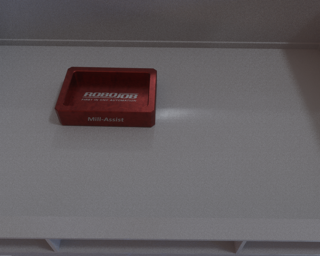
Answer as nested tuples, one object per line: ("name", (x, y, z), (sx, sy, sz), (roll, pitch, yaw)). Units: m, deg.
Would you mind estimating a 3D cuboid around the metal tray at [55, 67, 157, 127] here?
("metal tray", (-0.071, -0.046, 0.439), (0.131, 0.030, 0.090), (1, 50, 0))
